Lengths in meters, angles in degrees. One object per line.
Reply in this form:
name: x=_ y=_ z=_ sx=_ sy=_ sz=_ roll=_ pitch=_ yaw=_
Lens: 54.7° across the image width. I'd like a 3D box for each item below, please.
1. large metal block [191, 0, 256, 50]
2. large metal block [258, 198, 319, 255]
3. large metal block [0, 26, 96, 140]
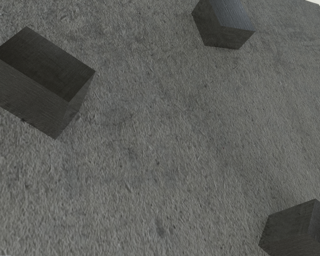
large metal block: x=0.115 y=-0.195 z=0.568 sx=0.081 sy=0.050 sz=0.080 roll=-2 pitch=63 yaw=-29
large metal block: x=0.185 y=0.142 z=0.381 sx=0.080 sy=0.080 sz=0.050 roll=40 pitch=51 yaw=-1
large metal block: x=-0.125 y=-0.044 z=0.328 sx=0.080 sy=0.080 sz=0.050 roll=33 pitch=52 yaw=-7
